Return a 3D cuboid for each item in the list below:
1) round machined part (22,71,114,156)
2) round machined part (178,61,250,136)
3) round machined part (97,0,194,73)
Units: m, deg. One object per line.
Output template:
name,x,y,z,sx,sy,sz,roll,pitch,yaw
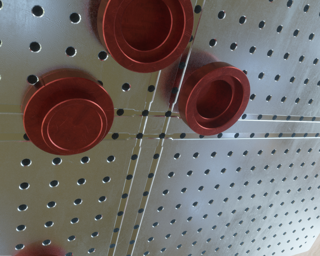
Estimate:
round machined part,-0.097,-0.010,0.342,0.099,0.042,0.097,-14,125,-21
round machined part,0.068,-0.042,0.413,0.099,0.042,0.097,-14,125,-21
round machined part,-0.018,-0.110,0.323,0.099,0.042,0.097,-14,125,-21
